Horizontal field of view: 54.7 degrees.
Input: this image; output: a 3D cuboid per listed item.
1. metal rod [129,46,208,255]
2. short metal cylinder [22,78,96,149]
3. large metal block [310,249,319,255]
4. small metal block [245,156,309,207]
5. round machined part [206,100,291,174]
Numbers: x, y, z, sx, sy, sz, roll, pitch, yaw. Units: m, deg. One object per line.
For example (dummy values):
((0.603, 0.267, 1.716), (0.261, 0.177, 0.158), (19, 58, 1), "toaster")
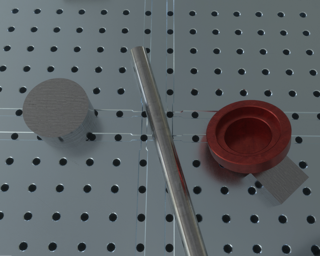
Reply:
((0.007, 0.024, 0.402), (0.025, 0.025, 0.299), (-14, 71, -5), "metal rod")
((-0.128, -0.018, 0.404), (0.081, 0.050, 0.080), (0, 70, 0), "short metal cylinder")
((0.203, 0.175, 0.336), (0.080, 0.050, 0.080), (-28, 73, -10), "large metal block")
((0.147, 0.062, 0.390), (0.050, 0.025, 0.050), (-39, 75, -13), "small metal block")
((0.110, 0.015, 0.385), (0.098, 0.042, 0.098), (-10, 49, 12), "round machined part")
